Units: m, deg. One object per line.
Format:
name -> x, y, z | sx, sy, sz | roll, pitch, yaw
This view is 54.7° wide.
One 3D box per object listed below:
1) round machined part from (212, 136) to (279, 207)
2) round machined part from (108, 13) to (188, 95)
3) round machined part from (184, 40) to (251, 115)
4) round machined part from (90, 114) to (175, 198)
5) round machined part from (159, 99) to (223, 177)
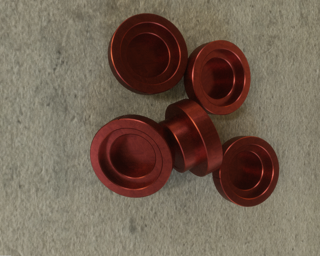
round machined part -> 0.118, 0.060, 0.445 | 0.099, 0.042, 0.097 | 0, 90, -21
round machined part -> -0.018, -0.090, 0.394 | 0.099, 0.042, 0.097 | 0, 90, -20
round machined part -> 0.073, -0.067, 0.423 | 0.099, 0.042, 0.097 | -3, 95, -29
round machined part -> -0.030, 0.030, 0.373 | 0.098, 0.042, 0.097 | 4, 107, 12
round machined part -> 0.030, 0.016, 0.383 | 0.042, 0.098, 0.097 | -24, 98, -19
